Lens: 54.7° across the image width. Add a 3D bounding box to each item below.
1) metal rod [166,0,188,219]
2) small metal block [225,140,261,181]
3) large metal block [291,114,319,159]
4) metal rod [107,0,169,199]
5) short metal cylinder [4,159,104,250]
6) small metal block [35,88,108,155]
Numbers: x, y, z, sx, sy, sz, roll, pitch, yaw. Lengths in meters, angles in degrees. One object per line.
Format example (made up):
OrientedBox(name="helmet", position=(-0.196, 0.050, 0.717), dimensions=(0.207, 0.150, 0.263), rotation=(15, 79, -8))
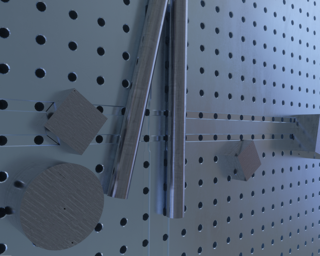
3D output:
OrientedBox(name="metal rod", position=(0.024, -0.028, 0.428), dimensions=(0.025, 0.025, 0.298), rotation=(2, 89, -40))
OrientedBox(name="small metal block", position=(0.143, 0.055, 0.529), dimensions=(0.050, 0.025, 0.050), rotation=(-37, 113, -34))
OrientedBox(name="large metal block", position=(0.333, 0.020, 0.672), dimensions=(0.080, 0.050, 0.080), rotation=(21, 77, -38))
OrientedBox(name="metal rod", position=(-0.022, -0.063, 0.390), dimensions=(0.025, 0.025, 0.299), rotation=(19, 78, -39))
OrientedBox(name="short metal cylinder", position=(-0.104, 0.072, 0.306), dimensions=(0.081, 0.050, 0.080), rotation=(0, 90, -40))
OrientedBox(name="small metal block", position=(-0.093, -0.006, 0.331), dimensions=(0.050, 0.025, 0.050), rotation=(46, 63, -30))
